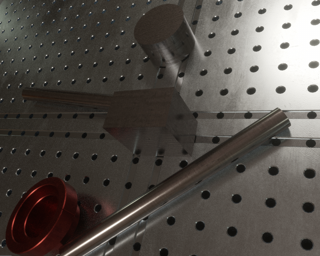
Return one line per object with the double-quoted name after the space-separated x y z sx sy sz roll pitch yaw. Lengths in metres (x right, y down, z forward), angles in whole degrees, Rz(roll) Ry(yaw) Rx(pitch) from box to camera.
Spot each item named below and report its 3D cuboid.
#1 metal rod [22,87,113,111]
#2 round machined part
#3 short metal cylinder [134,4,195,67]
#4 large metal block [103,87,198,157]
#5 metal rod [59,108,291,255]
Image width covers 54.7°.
-0.116 -0.044 0.494 0.300 0.025 0.025 9 66 31 "metal rod"
-0.141 0.115 0.391 0.098 0.042 0.098 -22 44 23 "round machined part"
0.008 -0.142 0.474 0.080 0.050 0.080 -13 56 20 "short metal cylinder"
-0.008 -0.004 0.379 0.080 0.080 0.050 -1 62 27 "large metal block"
0.012 0.070 0.357 0.300 0.025 0.025 -34 52 5 "metal rod"
